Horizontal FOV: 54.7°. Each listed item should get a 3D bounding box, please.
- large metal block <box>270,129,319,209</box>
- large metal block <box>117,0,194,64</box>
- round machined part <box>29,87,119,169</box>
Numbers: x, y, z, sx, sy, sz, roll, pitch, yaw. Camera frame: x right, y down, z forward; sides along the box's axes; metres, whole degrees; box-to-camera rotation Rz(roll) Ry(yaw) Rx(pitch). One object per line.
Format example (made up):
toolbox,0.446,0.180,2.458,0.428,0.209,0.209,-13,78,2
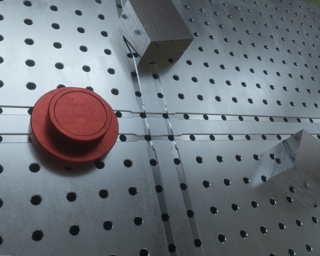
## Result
large metal block,0.226,0.062,0.475,0.080,0.050,0.080,37,51,-4
large metal block,-0.008,-0.150,0.479,0.081,0.050,0.080,-15,70,-34
round machined part,-0.094,-0.007,0.351,0.099,0.042,0.098,14,56,-21
